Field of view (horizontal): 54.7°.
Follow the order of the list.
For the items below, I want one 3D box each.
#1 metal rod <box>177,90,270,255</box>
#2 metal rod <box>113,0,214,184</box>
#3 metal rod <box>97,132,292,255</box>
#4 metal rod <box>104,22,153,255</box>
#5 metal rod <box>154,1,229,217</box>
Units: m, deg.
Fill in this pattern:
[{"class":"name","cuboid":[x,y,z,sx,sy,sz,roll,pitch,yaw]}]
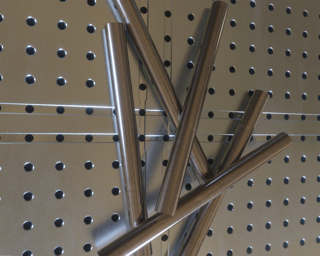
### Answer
[{"class":"metal rod","cuboid":[0.087,0.079,0.446,0.025,0.025,0.299,31,80,-18]},{"class":"metal rod","cuboid":[0.003,-0.059,0.414,0.025,0.025,0.299,-28,100,-18]},{"class":"metal rod","cuboid":[0.058,0.086,0.407,0.302,0.025,0.025,-29,100,-18]},{"class":"metal rod","cuboid":[-0.040,0.018,0.398,0.025,0.025,0.298,-8,93,-20]},{"class":"metal rod","cuboid":[0.046,-0.036,0.407,0.025,0.025,0.299,22,74,-19]}]
